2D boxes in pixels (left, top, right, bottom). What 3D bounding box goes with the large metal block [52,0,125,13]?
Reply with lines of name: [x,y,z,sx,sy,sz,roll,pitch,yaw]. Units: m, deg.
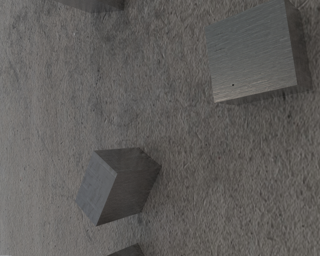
large metal block: [-0.108,-0.208,0.458,0.080,0.081,0.050,14,99,39]

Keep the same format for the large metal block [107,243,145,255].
large metal block: [-0.068,0.212,0.425,0.080,0.081,0.050,-50,60,28]

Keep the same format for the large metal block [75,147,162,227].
large metal block: [-0.055,0.075,0.415,0.050,0.081,0.079,36,112,34]

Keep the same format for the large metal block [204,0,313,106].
large metal block: [0.097,-0.070,0.309,0.080,0.050,0.080,-11,83,39]
